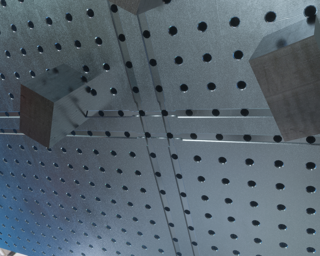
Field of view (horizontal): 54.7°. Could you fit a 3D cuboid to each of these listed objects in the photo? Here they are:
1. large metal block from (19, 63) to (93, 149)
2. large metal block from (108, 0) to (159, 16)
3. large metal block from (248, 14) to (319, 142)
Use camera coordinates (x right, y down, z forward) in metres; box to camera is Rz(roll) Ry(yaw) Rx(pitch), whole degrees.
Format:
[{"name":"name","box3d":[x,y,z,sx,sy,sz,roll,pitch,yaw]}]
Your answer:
[{"name":"large metal block","box3d":[-0.144,-0.032,0.429,0.050,0.080,0.079,29,128,9]},{"name":"large metal block","box3d":[-0.034,-0.172,0.306,0.080,0.050,0.079,31,128,8]},{"name":"large metal block","box3d":[0.127,-0.047,0.280,0.050,0.080,0.080,-18,109,35]}]
